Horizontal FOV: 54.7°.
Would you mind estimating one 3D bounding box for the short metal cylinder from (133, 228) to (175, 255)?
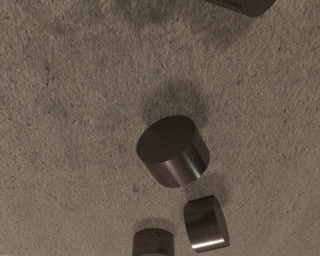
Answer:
[{"bbox_3d":[-0.012,0.235,0.591,0.081,0.050,0.079,0,130,0],"label":"short metal cylinder"}]

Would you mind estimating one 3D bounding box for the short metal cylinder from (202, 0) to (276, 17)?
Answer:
[{"bbox_3d":[0.068,-0.137,0.248,0.081,0.050,0.079,-34,143,-31],"label":"short metal cylinder"}]

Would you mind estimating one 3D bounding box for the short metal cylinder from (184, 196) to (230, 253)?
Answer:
[{"bbox_3d":[0.077,0.158,0.507,0.050,0.080,0.080,-19,128,15],"label":"short metal cylinder"}]

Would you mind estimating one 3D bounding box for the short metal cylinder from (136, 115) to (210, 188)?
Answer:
[{"bbox_3d":[0.017,0.029,0.396,0.080,0.080,0.050,-20,128,16],"label":"short metal cylinder"}]
